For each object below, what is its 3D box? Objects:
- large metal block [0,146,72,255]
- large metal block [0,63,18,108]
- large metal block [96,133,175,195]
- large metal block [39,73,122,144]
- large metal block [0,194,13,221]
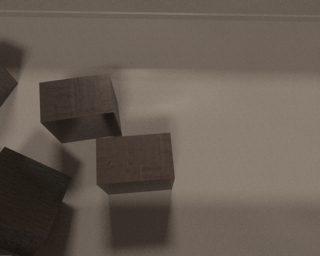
[{"bbox_3d":[-0.153,0.079,0.332,0.080,0.050,0.080,29,35,-16],"label":"large metal block"},{"bbox_3d":[-0.243,-0.055,0.397,0.050,0.080,0.080,25,72,8],"label":"large metal block"},{"bbox_3d":[-0.027,0.045,0.364,0.081,0.080,0.050,-4,70,-2],"label":"large metal block"},{"bbox_3d":[-0.095,-0.022,0.387,0.081,0.080,0.050,-9,71,-4],"label":"large metal block"},{"bbox_3d":[-0.223,0.093,0.338,0.080,0.050,0.081,52,35,16],"label":"large metal block"}]
